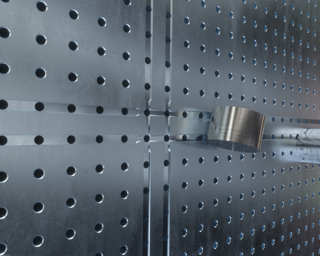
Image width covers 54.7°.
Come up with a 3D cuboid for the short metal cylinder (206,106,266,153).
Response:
[{"bbox_3d":[0.114,0.004,0.469,0.080,0.080,0.050,21,77,-38],"label":"short metal cylinder"}]

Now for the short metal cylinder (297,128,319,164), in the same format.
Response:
[{"bbox_3d":[0.344,0.040,0.681,0.081,0.050,0.079,0,90,-40],"label":"short metal cylinder"}]
